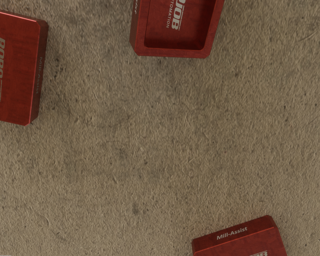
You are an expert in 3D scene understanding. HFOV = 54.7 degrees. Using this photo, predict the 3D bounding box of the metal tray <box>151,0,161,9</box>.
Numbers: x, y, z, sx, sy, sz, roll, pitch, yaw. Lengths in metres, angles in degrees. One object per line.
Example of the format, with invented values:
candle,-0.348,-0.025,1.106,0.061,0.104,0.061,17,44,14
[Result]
metal tray,0.010,-0.205,0.331,0.130,0.030,0.090,-41,106,13

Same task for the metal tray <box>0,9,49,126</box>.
metal tray,-0.193,-0.075,0.378,0.091,0.030,0.129,13,110,-5

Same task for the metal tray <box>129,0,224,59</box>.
metal tray,0.021,-0.140,0.323,0.091,0.030,0.129,-2,127,-19

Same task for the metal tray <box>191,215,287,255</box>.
metal tray,0.125,0.197,0.481,0.130,0.030,0.090,-21,109,7
